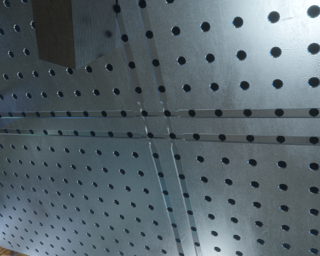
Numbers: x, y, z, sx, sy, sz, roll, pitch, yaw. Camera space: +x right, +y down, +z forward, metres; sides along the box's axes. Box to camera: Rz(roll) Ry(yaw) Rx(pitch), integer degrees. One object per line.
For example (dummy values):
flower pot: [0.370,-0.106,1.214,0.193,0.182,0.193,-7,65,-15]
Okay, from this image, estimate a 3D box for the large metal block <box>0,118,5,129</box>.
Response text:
large metal block: [-0.349,0.000,0.561,0.080,0.080,0.050,-10,113,33]

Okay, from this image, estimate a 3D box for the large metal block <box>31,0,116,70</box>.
large metal block: [-0.093,-0.122,0.350,0.050,0.080,0.079,18,126,18]
